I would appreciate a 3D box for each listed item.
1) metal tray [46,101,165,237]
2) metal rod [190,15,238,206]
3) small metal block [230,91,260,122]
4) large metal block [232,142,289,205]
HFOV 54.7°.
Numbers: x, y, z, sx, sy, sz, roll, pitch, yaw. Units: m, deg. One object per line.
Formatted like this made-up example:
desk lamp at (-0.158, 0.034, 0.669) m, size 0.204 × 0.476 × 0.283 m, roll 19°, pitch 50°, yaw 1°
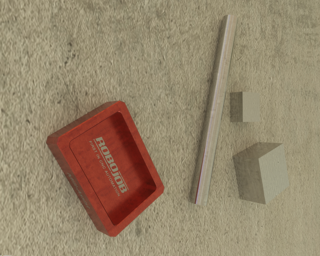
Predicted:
metal tray at (-0.056, 0.045, 0.355) m, size 0.091 × 0.030 × 0.129 m, roll -37°, pitch 113°, yaw -34°
metal rod at (0.085, -0.033, 0.478) m, size 0.025 × 0.025 × 0.299 m, roll 19°, pitch 78°, yaw -39°
small metal block at (0.146, -0.035, 0.530) m, size 0.050 × 0.025 × 0.050 m, roll -2°, pitch 91°, yaw -40°
large metal block at (0.178, 0.076, 0.541) m, size 0.081 × 0.050 × 0.079 m, roll -20°, pitch 103°, yaw -38°
